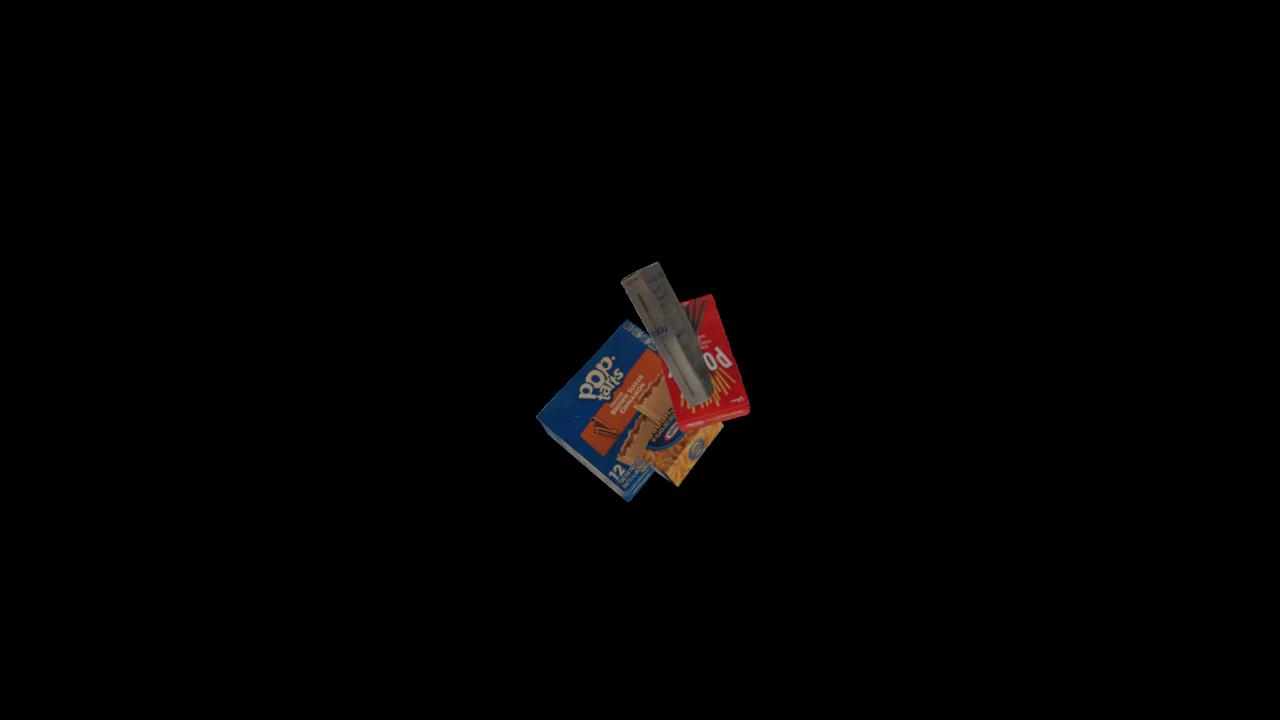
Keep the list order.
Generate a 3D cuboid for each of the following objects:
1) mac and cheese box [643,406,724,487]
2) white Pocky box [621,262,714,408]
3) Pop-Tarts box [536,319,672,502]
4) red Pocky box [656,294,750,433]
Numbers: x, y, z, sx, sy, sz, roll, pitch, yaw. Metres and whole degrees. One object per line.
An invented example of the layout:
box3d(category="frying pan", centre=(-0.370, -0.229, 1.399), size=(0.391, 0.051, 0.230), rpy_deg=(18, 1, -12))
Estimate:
box3d(category="mac and cheese box", centre=(0.001, 0.066, 0.746), size=(0.184, 0.093, 0.041), rpy_deg=(28, -19, 39))
box3d(category="white Pocky box", centre=(0.036, -0.030, 0.672), size=(0.028, 0.154, 0.084), rpy_deg=(-26, 7, 20))
box3d(category="Pop-Tarts box", centre=(-0.015, 0.061, 0.753), size=(0.141, 0.167, 0.083), rpy_deg=(38, -17, 15))
box3d(category="red Pocky box", centre=(0.065, 0.000, 0.703), size=(0.083, 0.155, 0.028), rpy_deg=(-15, -30, 1))
